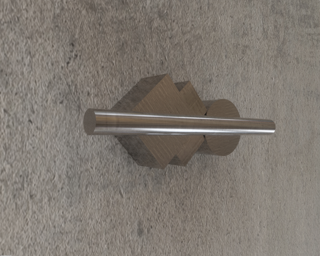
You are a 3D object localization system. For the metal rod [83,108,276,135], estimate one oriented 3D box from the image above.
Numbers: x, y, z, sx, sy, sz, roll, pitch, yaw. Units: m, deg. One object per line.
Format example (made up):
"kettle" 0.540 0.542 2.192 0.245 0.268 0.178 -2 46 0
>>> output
"metal rod" 0.051 -0.003 0.381 0.302 0.025 0.025 1 90 -40

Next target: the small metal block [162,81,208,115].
"small metal block" 0.027 -0.033 0.413 0.025 0.050 0.050 -50 120 -28

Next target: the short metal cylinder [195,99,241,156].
"short metal cylinder" 0.073 -0.001 0.450 0.081 0.050 0.080 0 90 -40

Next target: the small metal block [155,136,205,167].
"small metal block" 0.023 0.022 0.410 0.050 0.050 0.025 -50 120 -28

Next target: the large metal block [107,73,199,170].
"large metal block" -0.009 -0.008 0.380 0.080 0.050 0.080 -50 119 -28
